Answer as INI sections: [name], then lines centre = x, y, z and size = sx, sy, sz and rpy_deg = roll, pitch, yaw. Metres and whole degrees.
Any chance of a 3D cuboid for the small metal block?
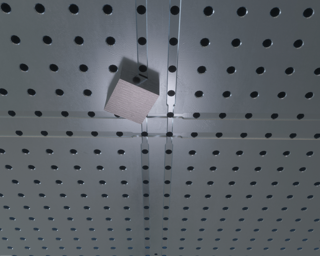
[small metal block]
centre = -0.034, -0.038, 0.379
size = 0.050, 0.025, 0.050
rpy_deg = 22, 127, -18
